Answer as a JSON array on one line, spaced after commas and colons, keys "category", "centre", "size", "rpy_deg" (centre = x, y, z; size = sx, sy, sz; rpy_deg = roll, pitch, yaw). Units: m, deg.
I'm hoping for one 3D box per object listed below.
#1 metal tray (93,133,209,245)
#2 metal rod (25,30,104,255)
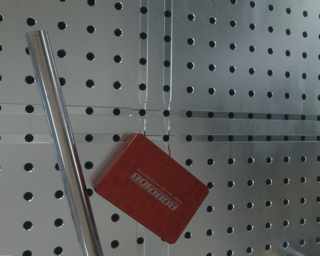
[{"category": "metal tray", "centre": [-0.010, 0.079, 0.408], "size": [0.130, 0.030, 0.090], "rpy_deg": [40, 77, -16]}, {"category": "metal rod", "centre": [-0.111, 0.035, 0.372], "size": [0.025, 0.025, 0.298], "rpy_deg": [-14, 95, -20]}]
